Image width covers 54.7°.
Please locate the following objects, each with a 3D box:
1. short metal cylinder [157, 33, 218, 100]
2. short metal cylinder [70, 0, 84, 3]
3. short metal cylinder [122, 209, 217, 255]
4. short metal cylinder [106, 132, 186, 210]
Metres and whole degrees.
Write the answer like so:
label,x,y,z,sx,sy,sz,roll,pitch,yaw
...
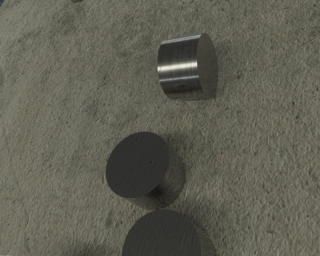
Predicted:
label,x,y,z,sx,sy,sz,roll,pitch,yaw
short metal cylinder,0.038,-0.077,0.396,0.050,0.080,0.080,-2,61,27
short metal cylinder,-0.182,-0.326,0.684,0.080,0.050,0.080,-13,56,21
short metal cylinder,0.010,0.126,0.305,0.080,0.050,0.080,-13,56,21
short metal cylinder,-0.016,0.051,0.365,0.080,0.050,0.080,-13,56,21
